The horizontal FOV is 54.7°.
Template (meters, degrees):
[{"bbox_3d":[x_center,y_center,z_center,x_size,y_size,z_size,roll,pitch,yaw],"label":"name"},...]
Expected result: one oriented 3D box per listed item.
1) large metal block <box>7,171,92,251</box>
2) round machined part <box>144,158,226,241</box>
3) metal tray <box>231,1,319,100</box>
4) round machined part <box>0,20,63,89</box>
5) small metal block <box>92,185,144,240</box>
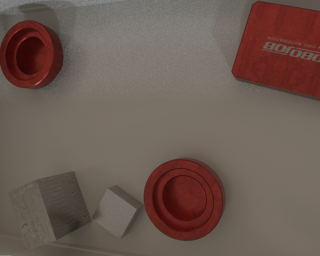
[{"bbox_3d":[-0.151,0.111,0.433,0.050,0.080,0.080,-24,82,18],"label":"large metal block"},{"bbox_3d":[0.033,0.086,0.389,0.098,0.042,0.097,0,90,19],"label":"round machined part"},{"bbox_3d":[0.158,-0.085,0.352,0.130,0.030,0.089,18,96,18],"label":"metal tray"},{"bbox_3d":[-0.187,-0.107,0.466,0.098,0.042,0.097,0,90,19],"label":"round machined part"},{"bbox_3d":[-0.058,0.116,0.430,0.050,0.025,0.050,31,100,17],"label":"small metal block"}]
